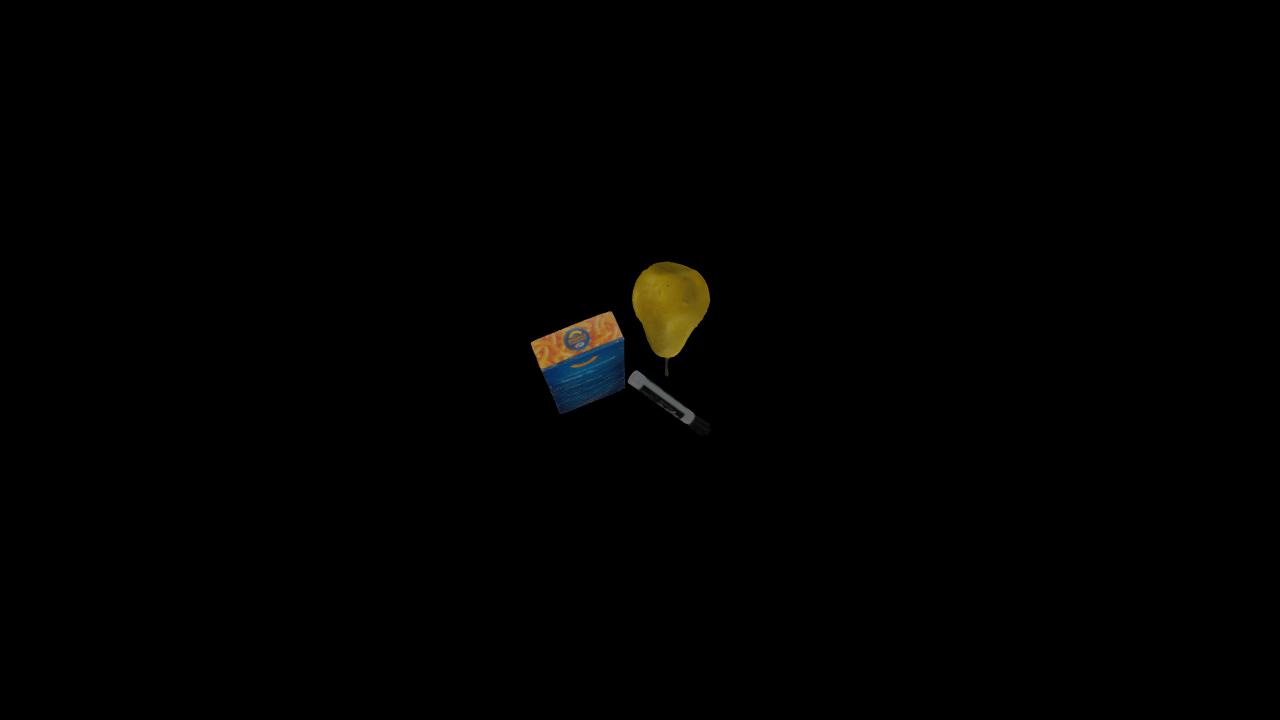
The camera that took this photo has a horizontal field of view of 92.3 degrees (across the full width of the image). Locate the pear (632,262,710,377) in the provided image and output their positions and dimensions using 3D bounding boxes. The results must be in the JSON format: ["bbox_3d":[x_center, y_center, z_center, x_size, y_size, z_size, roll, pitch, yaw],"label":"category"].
[{"bbox_3d":[0.028,-0.042,0.631,0.080,0.111,0.080,8,23,-4],"label":"pear"}]

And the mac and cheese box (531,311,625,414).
[{"bbox_3d":[-0.065,0.009,0.709,0.093,0.041,0.184,-21,-17,-8],"label":"mac and cheese box"}]

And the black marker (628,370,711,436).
[{"bbox_3d":[0.038,0.054,0.743,0.121,0.020,0.020,37,-10,-14],"label":"black marker"}]
